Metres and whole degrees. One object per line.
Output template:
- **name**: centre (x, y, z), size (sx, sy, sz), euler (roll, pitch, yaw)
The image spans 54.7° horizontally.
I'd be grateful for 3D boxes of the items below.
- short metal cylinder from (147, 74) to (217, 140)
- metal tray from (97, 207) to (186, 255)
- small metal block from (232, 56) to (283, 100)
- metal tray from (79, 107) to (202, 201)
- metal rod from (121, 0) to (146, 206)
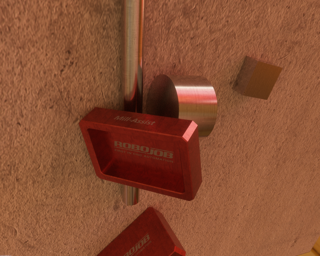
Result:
- **short metal cylinder**: centre (0.024, -0.023, 0.371), size (0.050, 0.080, 0.079), euler (-3, 120, -28)
- **metal tray**: centre (-0.035, 0.196, 0.468), size (0.130, 0.090, 0.030), euler (-43, 130, 1)
- **small metal block**: centre (0.138, -0.071, 0.441), size (0.050, 0.025, 0.050), euler (6, 116, -31)
- **metal tray**: centre (-0.021, 0.028, 0.352), size (0.030, 0.130, 0.089), euler (-54, 144, -46)
- **metal rod**: centre (-0.034, -0.025, 0.374), size (0.025, 0.025, 0.298), euler (-11, 123, -23)
